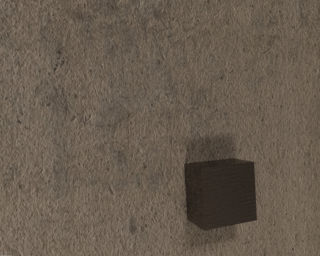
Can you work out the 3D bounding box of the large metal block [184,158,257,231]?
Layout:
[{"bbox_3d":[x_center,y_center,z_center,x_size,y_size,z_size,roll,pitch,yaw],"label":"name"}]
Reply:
[{"bbox_3d":[0.083,0.088,0.428,0.081,0.050,0.079,-4,92,-20],"label":"large metal block"}]
